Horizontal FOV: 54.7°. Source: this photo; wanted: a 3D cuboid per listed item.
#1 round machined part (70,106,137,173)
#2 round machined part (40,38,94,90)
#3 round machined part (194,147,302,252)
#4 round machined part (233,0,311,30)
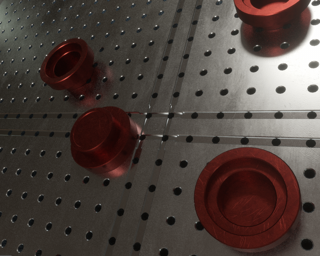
[{"bbox_3d":[-0.085,0.010,0.434,0.098,0.042,0.098,-13,56,20],"label":"round machined part"},{"bbox_3d":[-0.156,-0.106,0.542,0.098,0.042,0.098,-13,56,20],"label":"round machined part"},{"bbox_3d":[0.087,0.072,0.307,0.098,0.042,0.098,-13,56,20],"label":"round machined part"},{"bbox_3d":[0.154,-0.174,0.423,0.098,0.042,0.098,-13,56,20],"label":"round machined part"}]
